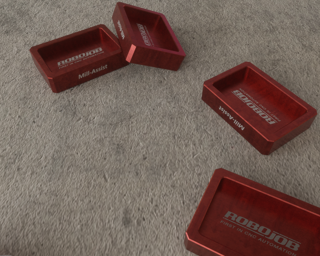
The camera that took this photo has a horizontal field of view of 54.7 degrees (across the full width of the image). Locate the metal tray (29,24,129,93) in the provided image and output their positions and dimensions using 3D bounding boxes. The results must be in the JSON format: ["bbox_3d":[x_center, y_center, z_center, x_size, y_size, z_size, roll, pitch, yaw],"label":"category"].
[{"bbox_3d":[-0.127,-0.115,0.494,0.131,0.030,0.090,-27,55,-21],"label":"metal tray"}]

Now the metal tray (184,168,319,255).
[{"bbox_3d":[0.101,0.105,0.312,0.130,0.030,0.090,21,53,17],"label":"metal tray"}]

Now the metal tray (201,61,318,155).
[{"bbox_3d":[0.132,-0.033,0.427,0.091,0.030,0.130,-28,55,-22],"label":"metal tray"}]

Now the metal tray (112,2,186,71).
[{"bbox_3d":[-0.021,-0.150,0.503,0.091,0.030,0.130,5,46,-28],"label":"metal tray"}]
